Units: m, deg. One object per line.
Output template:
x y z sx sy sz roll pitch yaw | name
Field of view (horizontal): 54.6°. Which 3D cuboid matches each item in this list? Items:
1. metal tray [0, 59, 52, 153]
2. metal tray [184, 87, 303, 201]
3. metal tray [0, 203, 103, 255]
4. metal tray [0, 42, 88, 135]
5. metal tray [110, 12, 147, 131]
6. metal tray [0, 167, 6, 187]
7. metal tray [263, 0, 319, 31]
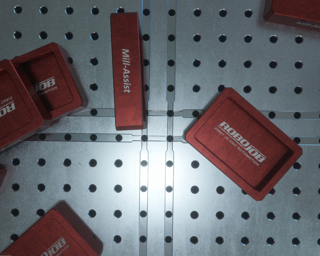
-0.214 -0.013 0.378 0.130 0.030 0.090 -29 90 0 | metal tray
0.108 0.021 0.411 0.130 0.030 0.090 41 90 0 | metal tray
-0.154 0.176 0.409 0.130 0.030 0.090 -42 90 0 | metal tray
-0.174 -0.045 0.409 0.130 0.030 0.090 -23 90 0 | metal tray
-0.036 -0.062 0.380 0.030 0.090 0.129 -3 90 0 | metal tray
-0.276 0.100 0.409 0.090 0.030 0.130 23 90 0 | metal tray
0.214 -0.180 0.411 0.131 0.030 0.090 11 90 0 | metal tray
